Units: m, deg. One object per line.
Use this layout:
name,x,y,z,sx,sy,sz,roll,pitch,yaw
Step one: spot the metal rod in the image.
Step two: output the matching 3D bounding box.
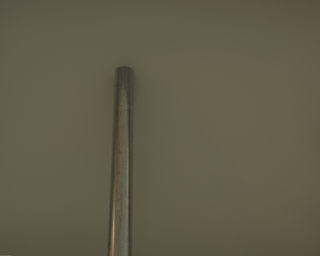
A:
metal rod,-0.043,0.060,0.349,0.025,0.025,0.299,-2,64,0
